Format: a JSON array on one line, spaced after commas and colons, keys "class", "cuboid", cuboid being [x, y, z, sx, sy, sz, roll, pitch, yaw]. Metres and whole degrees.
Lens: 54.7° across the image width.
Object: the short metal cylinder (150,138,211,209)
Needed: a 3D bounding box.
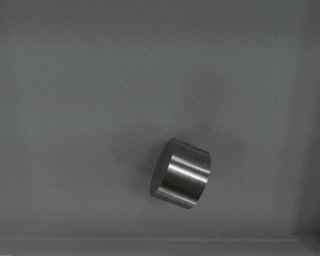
[{"class": "short metal cylinder", "cuboid": [0.025, 0.059, 0.404, 0.050, 0.080, 0.079, 22, 109, -8]}]
